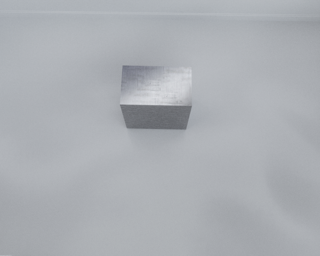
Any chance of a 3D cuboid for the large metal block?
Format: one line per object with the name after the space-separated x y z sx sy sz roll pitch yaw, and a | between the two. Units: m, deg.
-0.004 -0.035 0.391 0.080 0.080 0.050 1 70 0 | large metal block
